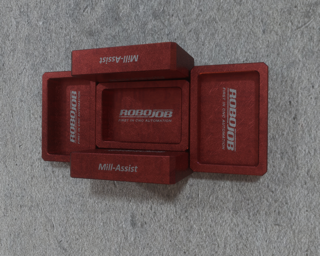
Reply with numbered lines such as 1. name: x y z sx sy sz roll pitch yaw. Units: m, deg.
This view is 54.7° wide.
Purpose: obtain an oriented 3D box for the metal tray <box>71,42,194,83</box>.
1. metal tray: -0.031 -0.076 0.386 0.130 0.090 0.030 0 90 19

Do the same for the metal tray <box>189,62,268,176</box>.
1. metal tray: 0.084 -0.011 0.377 0.090 0.030 0.129 1 90 19

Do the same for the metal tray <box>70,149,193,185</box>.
1. metal tray: -0.032 0.044 0.384 0.130 0.090 0.030 0 90 19

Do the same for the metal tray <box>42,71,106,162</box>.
1. metal tray: -0.125 -0.016 0.450 0.090 0.030 0.129 1 90 19

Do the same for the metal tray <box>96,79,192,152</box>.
1. metal tray: -0.021 -0.016 0.414 0.130 0.030 0.089 1 90 19
